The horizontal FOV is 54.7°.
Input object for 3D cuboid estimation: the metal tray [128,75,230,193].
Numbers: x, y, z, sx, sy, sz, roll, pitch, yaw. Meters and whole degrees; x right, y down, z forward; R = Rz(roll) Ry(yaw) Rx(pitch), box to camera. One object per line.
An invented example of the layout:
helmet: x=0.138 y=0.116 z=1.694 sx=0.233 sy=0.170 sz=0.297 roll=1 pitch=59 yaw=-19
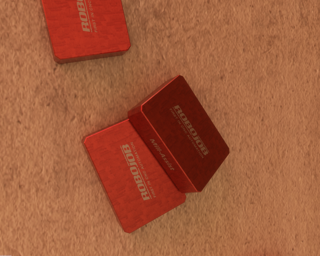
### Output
metal tray: x=0.029 y=0.008 z=0.401 sx=0.090 sy=0.030 sz=0.130 roll=-44 pitch=105 yaw=-38

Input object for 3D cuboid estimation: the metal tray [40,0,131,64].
metal tray: x=-0.094 y=-0.149 z=0.372 sx=0.091 sy=0.030 sz=0.129 roll=-14 pitch=95 yaw=-20

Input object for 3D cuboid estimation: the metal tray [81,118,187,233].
metal tray: x=-0.032 y=0.054 z=0.396 sx=0.091 sy=0.030 sz=0.129 roll=-25 pitch=99 yaw=-19
